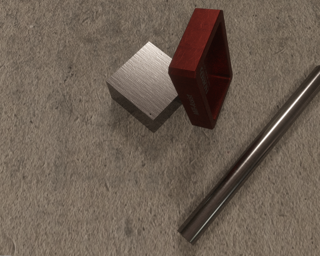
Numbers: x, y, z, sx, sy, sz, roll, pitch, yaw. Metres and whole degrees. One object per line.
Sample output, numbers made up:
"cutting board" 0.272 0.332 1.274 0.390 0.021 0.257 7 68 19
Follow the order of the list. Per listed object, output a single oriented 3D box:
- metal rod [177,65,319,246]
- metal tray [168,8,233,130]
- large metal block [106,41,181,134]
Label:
"metal rod" 0.131 0.024 0.400 0.025 0.025 0.301 41 74 13
"metal tray" 0.055 -0.066 0.375 0.030 0.130 0.090 14 70 24
"large metal block" -0.011 -0.054 0.414 0.080 0.050 0.080 40 75 13
